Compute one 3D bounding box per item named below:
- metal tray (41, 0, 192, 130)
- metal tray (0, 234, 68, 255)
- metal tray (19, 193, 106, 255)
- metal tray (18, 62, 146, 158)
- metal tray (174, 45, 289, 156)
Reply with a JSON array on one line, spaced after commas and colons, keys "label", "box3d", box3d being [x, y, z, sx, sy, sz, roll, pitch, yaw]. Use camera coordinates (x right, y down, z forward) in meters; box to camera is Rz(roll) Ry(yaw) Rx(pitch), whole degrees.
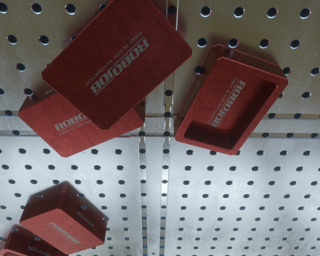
[{"label": "metal tray", "box3d": [-0.044, -0.070, 0.322, 0.130, 0.030, 0.090, -40, 113, 14]}, {"label": "metal tray", "box3d": [-0.267, 0.270, 0.633, 0.130, 0.030, 0.090, 33, 123, -25]}, {"label": "metal tray", "box3d": [-0.170, 0.176, 0.556, 0.090, 0.030, 0.130, -23, 127, 18]}, {"label": "metal tray", "box3d": [-0.096, -0.020, 0.390, 0.130, 0.030, 0.090, -22, 127, 17]}, {"label": "metal tray", "box3d": [0.082, -0.028, 0.385, 0.091, 0.030, 0.129, 15, 128, -13]}]
